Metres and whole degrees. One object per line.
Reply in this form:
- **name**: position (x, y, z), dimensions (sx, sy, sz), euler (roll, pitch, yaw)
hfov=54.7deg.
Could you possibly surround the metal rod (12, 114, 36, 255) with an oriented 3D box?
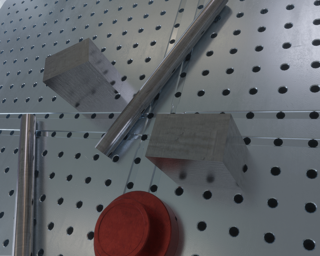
- **metal rod**: position (-0.196, 0.100, 0.449), dimensions (0.025, 0.025, 0.299), euler (-25, 53, 13)

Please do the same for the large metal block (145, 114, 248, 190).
- **large metal block**: position (0.043, 0.026, 0.334), dimensions (0.080, 0.080, 0.050), euler (1, 63, 29)

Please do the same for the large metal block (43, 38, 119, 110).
- **large metal block**: position (-0.122, -0.082, 0.487), dimensions (0.080, 0.080, 0.050), euler (-20, 54, 16)

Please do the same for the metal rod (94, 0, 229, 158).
- **metal rod**: position (0.008, -0.085, 0.456), dimensions (0.025, 0.025, 0.300), euler (29, 77, 37)

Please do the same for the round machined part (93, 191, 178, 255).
- **round machined part**: position (-0.033, 0.117, 0.343), dimensions (0.098, 0.042, 0.098), euler (-13, 56, 21)
